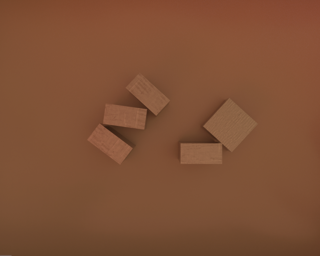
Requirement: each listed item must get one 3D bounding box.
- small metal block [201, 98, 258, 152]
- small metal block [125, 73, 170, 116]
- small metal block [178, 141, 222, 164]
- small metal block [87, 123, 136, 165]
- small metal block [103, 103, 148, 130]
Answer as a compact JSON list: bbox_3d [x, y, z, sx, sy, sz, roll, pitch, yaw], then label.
[{"bbox_3d":[0.091,-0.004,0.412,0.050,0.025,0.050,43,90,0],"label":"small metal block"},{"bbox_3d":[-0.015,-0.041,0.399,0.050,0.050,0.025,42,90,0],"label":"small metal block"},{"bbox_3d":[0.050,0.031,0.399,0.050,0.050,0.025,0,90,0],"label":"small metal block"},{"bbox_3d":[-0.060,0.019,0.398,0.050,0.050,0.025,37,90,0],"label":"small metal block"},{"bbox_3d":[-0.042,-0.014,0.398,0.050,0.050,0.025,8,90,0],"label":"small metal block"}]
